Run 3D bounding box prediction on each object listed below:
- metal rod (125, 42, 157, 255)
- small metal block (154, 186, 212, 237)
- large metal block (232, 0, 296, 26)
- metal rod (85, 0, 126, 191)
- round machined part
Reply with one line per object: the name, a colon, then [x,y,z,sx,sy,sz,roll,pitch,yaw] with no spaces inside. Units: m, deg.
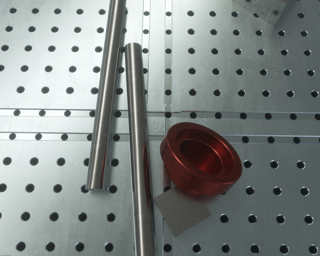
metal rod: [-0.027,0.022,0.403,0.025,0.025,0.299,-4,70,-2]
small metal block: [0.027,0.097,0.377,0.050,0.025,0.050,-27,73,-10]
large metal block: [0.174,-0.221,0.481,0.080,0.050,0.080,37,74,12]
metal rod: [-0.072,-0.063,0.433,0.025,0.025,0.299,3,70,1]
round machined part: [0.045,0.041,0.371,0.099,0.042,0.098,19,35,-14]
